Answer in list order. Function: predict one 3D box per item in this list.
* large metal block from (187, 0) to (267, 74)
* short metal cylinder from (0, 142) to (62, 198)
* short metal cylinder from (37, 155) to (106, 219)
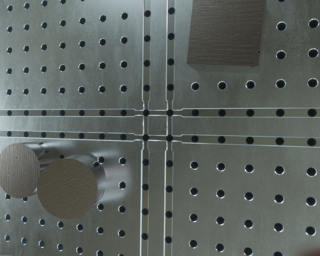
[{"bbox_3d":[0.081,-0.111,0.371,0.080,0.050,0.079,6,92,19],"label":"large metal block"},{"bbox_3d":[-0.196,0.061,0.468,0.080,0.050,0.079,0,90,20],"label":"short metal cylinder"},{"bbox_3d":[-0.120,0.079,0.430,0.080,0.050,0.079,0,91,2],"label":"short metal cylinder"}]
